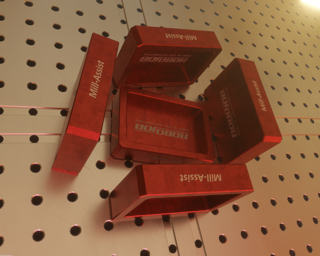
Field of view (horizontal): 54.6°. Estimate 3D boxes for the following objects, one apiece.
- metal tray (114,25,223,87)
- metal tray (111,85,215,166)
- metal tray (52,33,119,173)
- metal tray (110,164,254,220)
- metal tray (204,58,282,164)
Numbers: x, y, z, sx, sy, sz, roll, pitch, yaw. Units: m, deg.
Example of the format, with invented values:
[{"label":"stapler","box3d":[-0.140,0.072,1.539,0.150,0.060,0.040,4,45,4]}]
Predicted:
[{"label":"metal tray","box3d":[0.009,-0.094,0.428,0.131,0.090,0.030,-7,65,-31]},{"label":"metal tray","box3d":[0.004,0.001,0.405,0.131,0.030,0.090,11,57,-23]},{"label":"metal tray","box3d":[-0.081,-0.028,0.339,0.030,0.090,0.130,17,55,-18]},{"label":"metal tray","box3d":[0.022,0.069,0.336,0.131,0.090,0.030,3,61,-26]},{"label":"metal tray","box3d":[0.110,-0.021,0.438,0.030,0.090,0.130,5,60,-26]}]
